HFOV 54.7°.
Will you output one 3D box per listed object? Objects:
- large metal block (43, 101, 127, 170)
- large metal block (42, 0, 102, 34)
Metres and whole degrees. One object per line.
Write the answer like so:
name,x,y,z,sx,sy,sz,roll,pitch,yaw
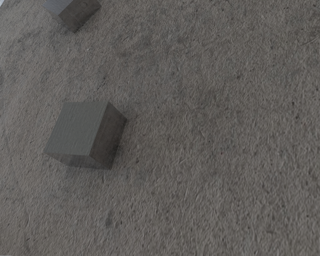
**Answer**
large metal block,-0.103,0.010,0.436,0.080,0.050,0.080,1,62,28
large metal block,-0.182,-0.252,0.638,0.080,0.050,0.080,-47,51,-5
